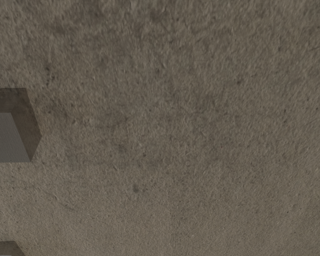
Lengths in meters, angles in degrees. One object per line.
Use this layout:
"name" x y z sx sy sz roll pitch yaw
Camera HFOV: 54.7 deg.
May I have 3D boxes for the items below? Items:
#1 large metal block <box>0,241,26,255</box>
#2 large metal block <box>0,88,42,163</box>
"large metal block" -0.323 0.270 0.616 0.080 0.050 0.079 -4 130 2
"large metal block" -0.205 -0.002 0.386 0.081 0.050 0.079 -1 130 0
